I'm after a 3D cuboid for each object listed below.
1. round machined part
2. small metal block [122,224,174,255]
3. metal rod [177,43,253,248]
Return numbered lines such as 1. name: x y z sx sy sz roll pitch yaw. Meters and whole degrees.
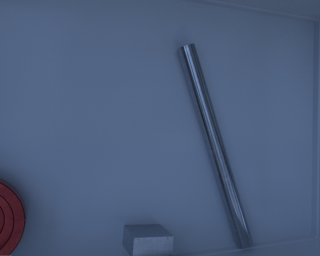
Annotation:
1. round machined part: -0.196 0.097 0.329 0.099 0.042 0.097 0 90 -21
2. small metal block: -0.016 0.142 0.392 0.050 0.050 0.025 5 89 -20
3. metal rod: 0.081 0.029 0.441 0.025 0.025 0.298 -20 97 -19
